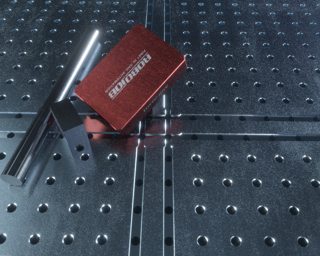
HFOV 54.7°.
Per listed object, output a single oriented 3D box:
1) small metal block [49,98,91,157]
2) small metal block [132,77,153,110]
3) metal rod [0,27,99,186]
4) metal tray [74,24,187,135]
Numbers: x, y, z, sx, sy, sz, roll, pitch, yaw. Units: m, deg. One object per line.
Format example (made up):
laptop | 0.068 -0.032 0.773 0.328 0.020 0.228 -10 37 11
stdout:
small metal block | -0.113 -0.001 0.391 0.025 0.050 0.050 -25 55 -20
small metal block | -0.029 -0.059 0.440 0.050 0.050 0.025 19 53 14
metal rod | -0.145 -0.053 0.450 0.025 0.025 0.300 8 50 6
metal tray | -0.038 -0.066 0.417 0.090 0.030 0.130 40 84 18
